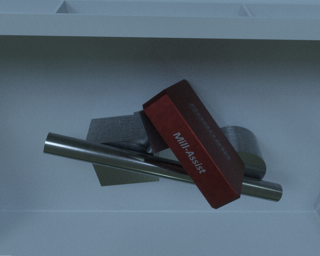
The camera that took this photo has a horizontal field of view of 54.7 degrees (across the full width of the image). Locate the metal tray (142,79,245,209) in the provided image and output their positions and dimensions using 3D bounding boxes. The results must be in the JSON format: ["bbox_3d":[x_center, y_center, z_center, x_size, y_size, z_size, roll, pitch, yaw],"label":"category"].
[{"bbox_3d":[0.043,0.012,0.343,0.030,0.090,0.130,-34,93,24],"label":"metal tray"}]

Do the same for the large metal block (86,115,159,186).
[{"bbox_3d":[-0.046,0.030,0.416,0.080,0.050,0.080,-6,130,4],"label":"large metal block"}]

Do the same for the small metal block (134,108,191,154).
[{"bbox_3d":[0.003,-0.003,0.361,0.050,0.025,0.050,-20,97,-18],"label":"small metal block"}]

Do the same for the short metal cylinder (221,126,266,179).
[{"bbox_3d":[0.100,0.044,0.430,0.081,0.050,0.079,0,130,0],"label":"short metal cylinder"}]

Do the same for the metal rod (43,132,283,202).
[{"bbox_3d":[0.014,0.052,0.385,0.302,0.025,0.025,14,129,-12],"label":"metal rod"}]
